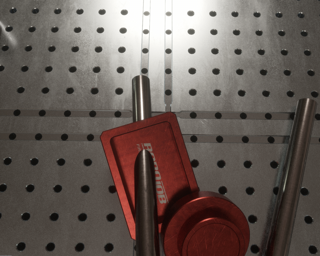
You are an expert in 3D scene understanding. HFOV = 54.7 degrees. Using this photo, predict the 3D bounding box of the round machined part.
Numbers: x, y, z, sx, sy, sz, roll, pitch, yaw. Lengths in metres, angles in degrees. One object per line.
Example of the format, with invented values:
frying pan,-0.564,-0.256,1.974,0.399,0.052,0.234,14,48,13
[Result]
round machined part,0.052,0.122,0.338,0.099,0.042,0.097,-1,96,-9

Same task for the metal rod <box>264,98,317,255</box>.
metal rod,0.153,0.098,0.377,0.025,0.025,0.300,18,71,6

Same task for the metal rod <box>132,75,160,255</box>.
metal rod,-0.018,0.063,0.362,0.025,0.025,0.299,-3,60,-2

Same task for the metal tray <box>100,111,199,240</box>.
metal tray,-0.009,0.054,0.367,0.091,0.030,0.129,-17,90,-7
